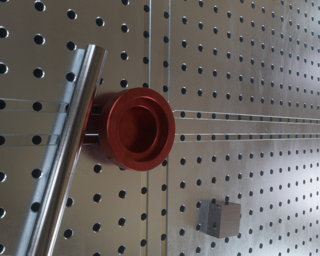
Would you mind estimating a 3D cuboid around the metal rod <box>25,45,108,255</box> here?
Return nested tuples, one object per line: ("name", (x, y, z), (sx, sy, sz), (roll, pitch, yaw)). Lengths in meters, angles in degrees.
("metal rod", (-0.104, 0.055, 0.322), (0.025, 0.025, 0.299), (22, 76, -38))

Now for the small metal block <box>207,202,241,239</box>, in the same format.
("small metal block", (0.104, 0.147, 0.499), (0.050, 0.025, 0.050), (9, 84, -40))

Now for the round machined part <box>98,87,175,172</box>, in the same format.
("round machined part", (-0.031, 0.001, 0.374), (0.099, 0.042, 0.097), (0, 90, -40))
